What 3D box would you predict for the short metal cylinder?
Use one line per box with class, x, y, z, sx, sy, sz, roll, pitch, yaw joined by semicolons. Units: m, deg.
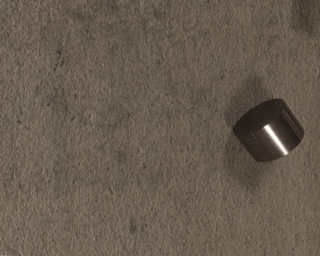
short metal cylinder;0.152;0.003;0.438;0.080;0.080;0.050;-43;104;-15
